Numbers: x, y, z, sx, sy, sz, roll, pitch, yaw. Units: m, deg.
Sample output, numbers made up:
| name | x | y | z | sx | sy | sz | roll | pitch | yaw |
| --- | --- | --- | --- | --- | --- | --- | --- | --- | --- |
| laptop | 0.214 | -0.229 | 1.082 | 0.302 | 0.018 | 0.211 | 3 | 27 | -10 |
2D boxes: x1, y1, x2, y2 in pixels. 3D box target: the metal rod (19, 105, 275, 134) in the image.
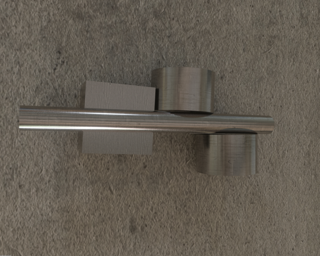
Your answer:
| name | x | y | z | sx | sy | sz | roll | pitch | yaw |
| --- | --- | --- | --- | --- | --- | --- | --- | --- | --- |
| metal rod | 0.004 | -0.007 | 0.358 | 0.303 | 0.025 | 0.025 | 1 | 90 | -22 |

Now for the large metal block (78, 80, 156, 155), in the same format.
| name | x | y | z | sx | sy | sz | roll | pitch | yaw |
| --- | --- | --- | --- | --- | --- | --- | --- | --- | --- |
| large metal block | -0.054 | -0.010 | 0.374 | 0.081 | 0.050 | 0.079 | 3 | 89 | -20 |

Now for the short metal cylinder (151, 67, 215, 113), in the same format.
| name | x | y | z | sx | sy | sz | roll | pitch | yaw |
| --- | --- | --- | --- | --- | --- | --- | --- | --- | --- |
| short metal cylinder | 0.028 | -0.045 | 0.393 | 0.081 | 0.080 | 0.050 | 2 | 90 | -20 |

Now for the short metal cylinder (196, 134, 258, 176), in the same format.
| name | x | y | z | sx | sy | sz | roll | pitch | yaw |
| --- | --- | --- | --- | --- | --- | --- | --- | --- | --- |
| short metal cylinder | 0.089 | 0.033 | 0.415 | 0.081 | 0.080 | 0.050 | 0 | 90 | -20 |

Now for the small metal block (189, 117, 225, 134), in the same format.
| name | x | y | z | sx | sy | sz | roll | pitch | yaw |
| --- | --- | --- | --- | --- | --- | --- | --- | --- | --- |
| small metal block | 0.052 | -0.005 | 0.416 | 0.050 | 0.050 | 0.025 | 1 | 90 | -20 |
